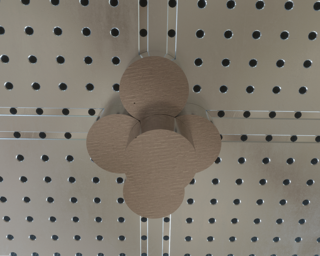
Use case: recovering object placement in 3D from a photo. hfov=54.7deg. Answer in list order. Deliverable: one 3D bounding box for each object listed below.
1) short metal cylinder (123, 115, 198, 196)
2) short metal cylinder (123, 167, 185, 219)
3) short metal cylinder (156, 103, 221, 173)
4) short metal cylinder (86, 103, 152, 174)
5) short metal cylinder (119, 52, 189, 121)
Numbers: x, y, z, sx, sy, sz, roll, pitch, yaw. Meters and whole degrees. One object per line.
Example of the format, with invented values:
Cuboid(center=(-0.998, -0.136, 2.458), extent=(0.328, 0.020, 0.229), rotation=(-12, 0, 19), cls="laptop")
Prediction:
Cuboid(center=(0.000, 0.030, 0.357), extent=(0.081, 0.050, 0.079), rotation=(0, 110, 0), cls="short metal cylinder")
Cuboid(center=(-0.008, 0.076, 0.427), extent=(0.081, 0.050, 0.079), rotation=(0, 108, -1), cls="short metal cylinder")
Cuboid(center=(0.035, 0.013, 0.404), extent=(0.081, 0.050, 0.079), rotation=(0, 110, 0), cls="short metal cylinder")
Cuboid(center=(-0.050, 0.012, 0.404), extent=(0.081, 0.050, 0.079), rotation=(0, 110, 0), cls="short metal cylinder")
Cuboid(center=(-0.007, -0.051, 0.381), extent=(0.081, 0.050, 0.079), rotation=(-1, 110, -1), cls="short metal cylinder")
